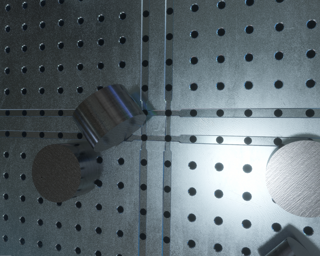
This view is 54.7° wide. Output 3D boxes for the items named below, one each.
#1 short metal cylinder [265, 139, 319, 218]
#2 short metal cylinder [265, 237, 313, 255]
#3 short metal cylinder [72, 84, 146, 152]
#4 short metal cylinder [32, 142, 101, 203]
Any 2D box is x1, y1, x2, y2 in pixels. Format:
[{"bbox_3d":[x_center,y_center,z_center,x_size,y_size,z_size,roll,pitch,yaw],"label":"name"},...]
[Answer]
[{"bbox_3d":[0.160,0.052,0.343,0.080,0.050,0.079,0,90,19],"label":"short metal cylinder"},{"bbox_3d":[0.148,0.166,0.331,0.080,0.080,0.050,47,104,14],"label":"short metal cylinder"},{"bbox_3d":[-0.065,-0.012,0.405,0.080,0.080,0.050,-39,78,15],"label":"short metal cylinder"},{"bbox_3d":[-0.134,0.062,0.445,0.080,0.050,0.079,0,90,19],"label":"short metal cylinder"}]
